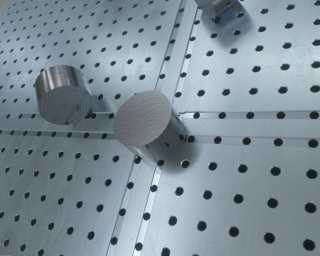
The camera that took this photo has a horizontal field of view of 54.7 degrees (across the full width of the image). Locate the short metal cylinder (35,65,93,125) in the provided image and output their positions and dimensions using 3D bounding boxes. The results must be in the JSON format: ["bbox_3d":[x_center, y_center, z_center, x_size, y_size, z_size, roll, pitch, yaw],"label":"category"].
[{"bbox_3d":[-0.149,-0.050,0.482,0.080,0.080,0.050,-32,52,8],"label":"short metal cylinder"}]

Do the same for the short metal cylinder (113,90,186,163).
[{"bbox_3d":[-0.012,-0.001,0.400,0.080,0.050,0.080,-13,56,21],"label":"short metal cylinder"}]

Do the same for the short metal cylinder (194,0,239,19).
[{"bbox_3d":[0.079,-0.213,0.462,0.050,0.080,0.080,-37,51,4],"label":"short metal cylinder"}]
